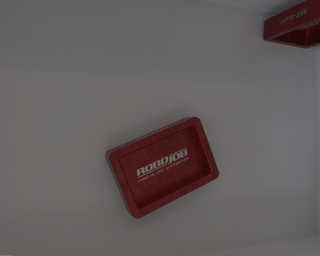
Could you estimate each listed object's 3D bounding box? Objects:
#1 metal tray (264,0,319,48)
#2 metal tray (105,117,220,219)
[{"bbox_3d":[0.223,-0.148,0.436,0.091,0.130,0.030,4,89,-20],"label":"metal tray"},{"bbox_3d":[0.005,0.049,0.409,0.131,0.030,0.090,-23,98,-19],"label":"metal tray"}]
